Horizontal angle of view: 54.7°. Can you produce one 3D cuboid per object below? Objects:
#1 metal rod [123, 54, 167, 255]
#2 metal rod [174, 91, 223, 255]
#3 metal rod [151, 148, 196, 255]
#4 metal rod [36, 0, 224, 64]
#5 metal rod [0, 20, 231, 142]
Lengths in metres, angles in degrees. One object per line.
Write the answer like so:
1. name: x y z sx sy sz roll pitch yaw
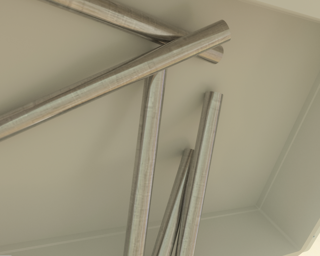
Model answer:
1. metal rod: -0.020 0.064 0.366 0.025 0.025 0.298 6 93 -31
2. metal rod: 0.046 0.099 0.413 0.025 0.025 0.298 14 84 -34
3. metal rod: 0.002 0.166 0.404 0.025 0.025 0.300 40 59 -39
4. metal rod: -0.053 -0.116 0.308 0.302 0.025 0.025 10 113 -33
5. metal rod: -0.064 -0.045 0.327 0.302 0.025 0.025 -25 128 -6
